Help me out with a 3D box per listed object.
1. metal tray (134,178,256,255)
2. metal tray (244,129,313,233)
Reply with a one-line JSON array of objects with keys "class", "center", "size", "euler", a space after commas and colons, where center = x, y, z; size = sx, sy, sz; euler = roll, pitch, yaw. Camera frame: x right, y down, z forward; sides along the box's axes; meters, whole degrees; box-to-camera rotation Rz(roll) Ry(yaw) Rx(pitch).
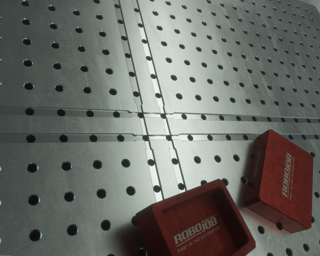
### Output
[{"class": "metal tray", "center": [0.044, 0.114, 0.340], "size": [0.131, 0.030, 0.090], "euler": [-7, 65, -47]}, {"class": "metal tray", "center": [0.180, 0.075, 0.459], "size": [0.090, 0.030, 0.130], "euler": [31, 51, -9]}]
